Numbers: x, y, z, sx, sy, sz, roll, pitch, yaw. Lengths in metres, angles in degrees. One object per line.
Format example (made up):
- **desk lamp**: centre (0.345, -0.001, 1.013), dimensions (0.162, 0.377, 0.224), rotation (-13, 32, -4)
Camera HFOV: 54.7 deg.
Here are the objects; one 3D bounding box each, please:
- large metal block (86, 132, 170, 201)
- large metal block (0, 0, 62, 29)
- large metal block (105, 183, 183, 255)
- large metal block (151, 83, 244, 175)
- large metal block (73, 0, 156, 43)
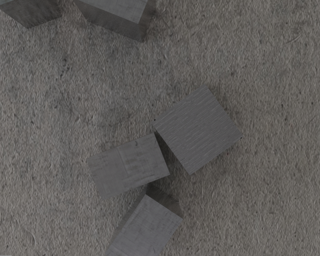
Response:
- **large metal block**: centre (-0.035, 0.042, 0.382), dimensions (0.080, 0.080, 0.050), rotation (-21, 90, 0)
- **large metal block**: centre (-0.170, -0.180, 0.381), dimensions (0.050, 0.080, 0.080), rotation (-20, 90, 0)
- **large metal block**: centre (-0.018, 0.120, 0.382), dimensions (0.050, 0.080, 0.080), rotation (34, 90, 0)
- **large metal block**: centre (0.045, 0.001, 0.398), dimensions (0.080, 0.050, 0.080), rotation (-36, 90, 0)
- **large metal block**: centre (-0.052, -0.153, 0.382), dimensions (0.080, 0.080, 0.050), rotation (22, 90, 0)
